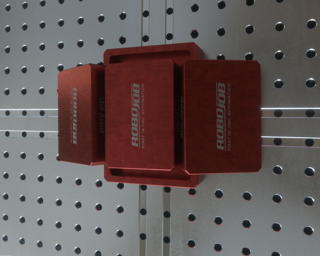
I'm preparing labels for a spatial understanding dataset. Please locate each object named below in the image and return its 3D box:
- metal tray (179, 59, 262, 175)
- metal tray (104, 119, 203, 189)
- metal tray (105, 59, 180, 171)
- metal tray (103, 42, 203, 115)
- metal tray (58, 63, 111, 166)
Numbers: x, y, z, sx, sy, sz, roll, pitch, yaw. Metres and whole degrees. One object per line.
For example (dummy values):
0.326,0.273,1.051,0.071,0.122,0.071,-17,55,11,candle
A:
0.070,-0.013,0.365,0.091,0.030,0.129,-1,90,-8,metal tray
-0.010,0.029,0.413,0.130,0.030,0.089,1,91,19,metal tray
-0.021,-0.015,0.384,0.090,0.030,0.129,0,90,19,metal tray
-0.011,-0.061,0.412,0.130,0.030,0.089,1,91,19,metal tray
-0.106,-0.017,0.427,0.090,0.030,0.129,0,90,45,metal tray
